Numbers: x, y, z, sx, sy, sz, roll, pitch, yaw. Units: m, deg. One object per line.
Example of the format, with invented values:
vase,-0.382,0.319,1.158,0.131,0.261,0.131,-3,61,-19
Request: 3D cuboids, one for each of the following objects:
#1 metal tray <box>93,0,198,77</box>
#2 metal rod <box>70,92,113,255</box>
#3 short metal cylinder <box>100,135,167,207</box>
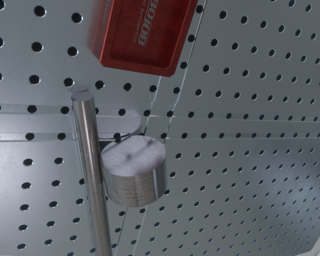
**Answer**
metal tray,-0.011,-0.124,0.325,0.091,0.030,0.129,4,117,-30
metal rod,-0.087,0.092,0.420,0.025,0.025,0.298,-14,124,-21
short metal cylinder,-0.032,0.053,0.391,0.081,0.080,0.050,-17,125,-19
